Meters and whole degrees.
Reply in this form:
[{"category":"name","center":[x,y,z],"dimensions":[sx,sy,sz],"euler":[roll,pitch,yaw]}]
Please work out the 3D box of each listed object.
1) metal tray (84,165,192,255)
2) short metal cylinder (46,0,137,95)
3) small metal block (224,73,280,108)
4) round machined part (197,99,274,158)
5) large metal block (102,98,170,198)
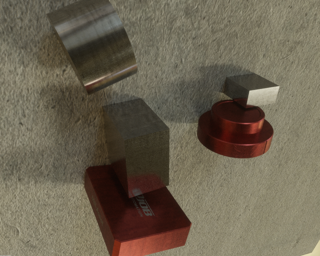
[{"category":"metal tray","center":[-0.032,0.092,0.379],"dimensions":[0.091,0.130,0.030],"euler":[-2,120,-27]},{"category":"short metal cylinder","center":[-0.063,-0.077,0.290],"dimensions":[0.050,0.080,0.080],"euler":[-28,128,-11]},{"category":"small metal block","center":[0.125,-0.053,0.427],"dimensions":[0.050,0.050,0.025],"euler":[-11,123,-23]},{"category":"round machined part","center":[0.101,-0.005,0.412],"dimensions":[0.099,0.098,0.042],"euler":[-11,123,-23]},{"category":"large metal block","center":[-0.029,0.021,0.368],"dimensions":[0.050,0.080,0.079],"euler":[-14,124,-21]}]
